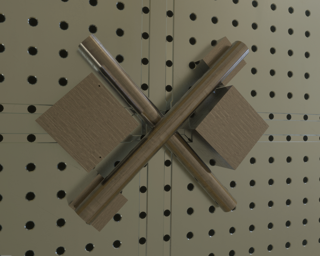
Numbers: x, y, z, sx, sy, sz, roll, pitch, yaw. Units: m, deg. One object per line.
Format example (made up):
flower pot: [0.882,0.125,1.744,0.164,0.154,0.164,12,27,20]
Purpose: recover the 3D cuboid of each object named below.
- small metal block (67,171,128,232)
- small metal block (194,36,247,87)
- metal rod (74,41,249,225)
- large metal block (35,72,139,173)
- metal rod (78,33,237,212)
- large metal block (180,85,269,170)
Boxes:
small metal block: [-0.077,0.090,0.384,0.050,0.025,0.050,46,76,-14]
small metal block: [0.087,-0.093,0.445,0.050,0.025,0.050,-46,104,-14]
metal rod: [0.012,-0.004,0.390,0.301,0.025,0.025,-47,105,-14]
large metal block: [-0.086,-0.006,0.368,0.080,0.050,0.080,-45,104,-14]
metal rod: [0.005,0.003,0.413,0.025,0.025,0.300,-45,104,-14]
large metal block: [0.089,-0.001,0.432,0.080,0.050,0.080,45,76,-15]
